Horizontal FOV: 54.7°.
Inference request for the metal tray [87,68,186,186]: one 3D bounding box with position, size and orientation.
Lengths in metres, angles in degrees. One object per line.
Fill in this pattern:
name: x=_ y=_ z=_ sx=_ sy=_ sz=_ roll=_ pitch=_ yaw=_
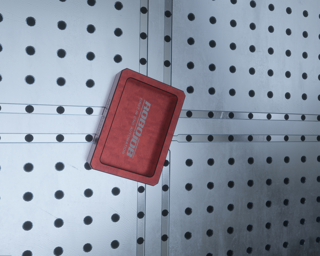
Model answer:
metal tray: x=-0.029 y=0.000 z=0.399 sx=0.091 sy=0.030 sz=0.129 roll=20 pitch=83 yaw=-19
